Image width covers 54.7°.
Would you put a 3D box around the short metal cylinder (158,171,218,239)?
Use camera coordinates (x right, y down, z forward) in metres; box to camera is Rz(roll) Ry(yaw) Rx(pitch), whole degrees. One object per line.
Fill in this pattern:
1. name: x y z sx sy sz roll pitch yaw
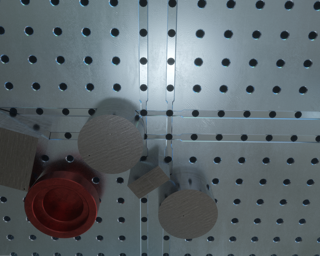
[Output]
1. short metal cylinder: 0.038 0.109 0.440 0.081 0.050 0.079 0 110 0

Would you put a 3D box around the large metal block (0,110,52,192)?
1. large metal block: -0.198 0.028 0.408 0.080 0.050 0.079 17 109 -6

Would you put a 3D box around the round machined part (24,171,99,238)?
1. round machined part: -0.135 0.104 0.441 0.099 0.042 0.097 0 110 0

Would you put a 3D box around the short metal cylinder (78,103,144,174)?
1. short metal cylinder: -0.061 0.013 0.404 0.081 0.050 0.079 0 110 0

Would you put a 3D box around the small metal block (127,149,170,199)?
1. small metal block: -0.015 0.062 0.423 0.050 0.050 0.025 -35 107 12
